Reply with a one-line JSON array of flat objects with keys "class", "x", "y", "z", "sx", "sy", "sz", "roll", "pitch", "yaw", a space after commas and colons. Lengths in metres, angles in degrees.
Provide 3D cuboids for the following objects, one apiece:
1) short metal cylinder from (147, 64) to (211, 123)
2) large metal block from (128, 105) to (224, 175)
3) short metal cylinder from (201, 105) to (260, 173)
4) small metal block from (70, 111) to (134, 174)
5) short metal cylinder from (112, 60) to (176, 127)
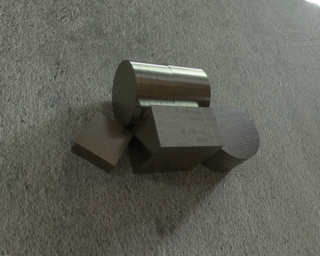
[{"class": "short metal cylinder", "x": 0.022, "y": -0.042, "z": 0.408, "sx": 0.050, "sy": 0.080, "sz": 0.080, "roll": 1, "pitch": 62, "yaw": -28}, {"class": "large metal block", "x": 0.014, "y": 0.016, "z": 0.369, "sx": 0.081, "sy": 0.080, "sz": 0.050, "roll": 1, "pitch": 62, "yaw": -28}, {"class": "short metal cylinder", "x": 0.088, "y": 0.015, "z": 0.427, "sx": 0.081, "sy": 0.050, "sz": 0.080, "roll": 14, "pitch": 56, "yaw": -21}, {"class": "small metal block", "x": -0.066, "y": 0.017, "z": 0.360, "sx": 0.050, "sy": 0.025, "sz": 0.050, "roll": 33, "pitch": 51, "yaw": -7}, {"class": "short metal cylinder", "x": -0.022, "y": -0.041, "z": 0.384, "sx": 0.050, "sy": 0.080, "sz": 0.080, "roll": 1, "pitch": 62, "yaw": -28}]
